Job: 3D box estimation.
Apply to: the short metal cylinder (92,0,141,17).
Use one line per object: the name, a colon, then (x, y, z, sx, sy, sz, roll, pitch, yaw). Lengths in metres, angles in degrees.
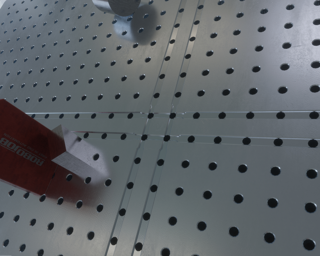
short metal cylinder: (-0.080, -0.250, 0.568, 0.050, 0.080, 0.080, 28, 77, 37)

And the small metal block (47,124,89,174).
small metal block: (-0.131, 0.030, 0.442, 0.025, 0.050, 0.050, -32, 52, 8)

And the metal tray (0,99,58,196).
metal tray: (-0.197, 0.030, 0.426, 0.030, 0.130, 0.090, 4, 64, 30)
